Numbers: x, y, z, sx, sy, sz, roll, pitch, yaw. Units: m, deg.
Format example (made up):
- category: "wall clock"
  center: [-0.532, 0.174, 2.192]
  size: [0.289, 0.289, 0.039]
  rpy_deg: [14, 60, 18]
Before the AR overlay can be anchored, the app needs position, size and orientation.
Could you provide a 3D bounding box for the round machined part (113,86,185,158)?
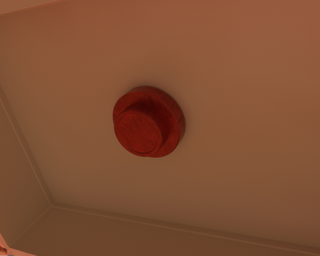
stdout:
- category: "round machined part"
  center: [-0.020, -0.001, 0.404]
  size: [0.098, 0.042, 0.097]
  rpy_deg: [13, 124, 21]
